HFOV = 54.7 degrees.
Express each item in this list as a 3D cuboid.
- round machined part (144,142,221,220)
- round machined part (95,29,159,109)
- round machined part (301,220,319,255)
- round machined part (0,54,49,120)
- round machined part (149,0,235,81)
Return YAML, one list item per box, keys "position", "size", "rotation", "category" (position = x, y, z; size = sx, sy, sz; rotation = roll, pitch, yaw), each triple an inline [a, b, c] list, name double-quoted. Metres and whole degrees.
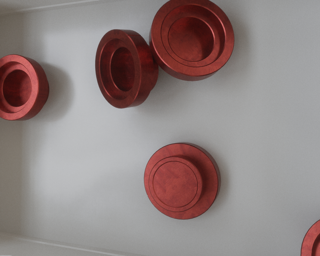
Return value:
- position: [0.024, 0.068, 0.392]
  size: [0.098, 0.042, 0.097]
  rotation: [0, 90, 19]
  category: "round machined part"
- position: [-0.039, -0.076, 0.400]
  size: [0.098, 0.042, 0.097]
  rotation: [15, 111, 45]
  category: "round machined part"
- position: [0.200, 0.140, 0.316]
  size: [0.098, 0.042, 0.098]
  rotation: [-18, 51, 24]
  category: "round machined part"
- position: [-0.211, -0.060, 0.474]
  size: [0.098, 0.042, 0.097]
  rotation: [0, 90, 19]
  category: "round machined part"
- position: [0.035, -0.103, 0.374]
  size: [0.099, 0.042, 0.097]
  rotation: [1, 82, -10]
  category: "round machined part"
